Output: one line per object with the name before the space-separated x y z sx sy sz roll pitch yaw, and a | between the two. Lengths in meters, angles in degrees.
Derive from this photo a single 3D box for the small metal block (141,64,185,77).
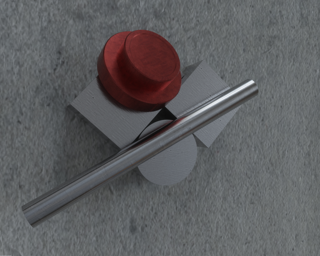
small metal block | -0.005 -0.069 0.408 0.050 0.025 0.050 45 76 -15

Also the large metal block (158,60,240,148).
large metal block | 0.050 -0.031 0.417 0.080 0.050 0.080 43 76 -15

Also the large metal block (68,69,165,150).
large metal block | -0.052 -0.029 0.377 0.080 0.050 0.080 44 76 -15

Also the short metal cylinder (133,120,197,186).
short metal cylinder | 0.000 0.030 0.397 0.081 0.050 0.079 0 90 -21

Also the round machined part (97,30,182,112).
round machined part | -0.016 -0.070 0.349 0.099 0.042 0.098 15 57 -25

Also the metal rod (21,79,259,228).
metal rod | -0.007 0.018 0.355 0.302 0.025 0.025 -29 100 -18
